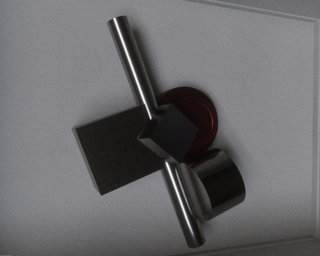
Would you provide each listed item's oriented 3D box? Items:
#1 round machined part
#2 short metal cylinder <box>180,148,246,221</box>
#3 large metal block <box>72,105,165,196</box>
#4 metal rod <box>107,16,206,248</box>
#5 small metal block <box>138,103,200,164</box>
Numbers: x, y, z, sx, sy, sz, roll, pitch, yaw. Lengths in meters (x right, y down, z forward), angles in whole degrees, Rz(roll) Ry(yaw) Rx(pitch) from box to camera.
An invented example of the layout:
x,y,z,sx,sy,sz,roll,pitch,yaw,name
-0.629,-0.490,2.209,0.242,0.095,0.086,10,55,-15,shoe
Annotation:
x,y,z,sx,sy,sz,roll,pitch,yaw,name
0.035,-0.007,0.413,0.099,0.042,0.097,0,90,-21,round machined part
0.065,0.073,0.405,0.050,0.080,0.080,-22,98,-19,short metal cylinder
-0.052,0.024,0.375,0.081,0.050,0.080,-22,98,-19,large metal block
-0.002,0.011,0.387,0.025,0.025,0.298,-22,98,-19,metal rod
0.011,0.007,0.363,0.050,0.025,0.050,41,65,-23,small metal block
